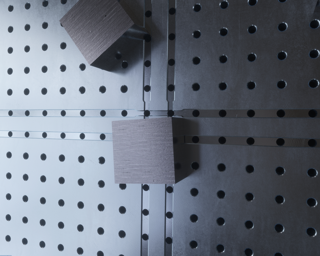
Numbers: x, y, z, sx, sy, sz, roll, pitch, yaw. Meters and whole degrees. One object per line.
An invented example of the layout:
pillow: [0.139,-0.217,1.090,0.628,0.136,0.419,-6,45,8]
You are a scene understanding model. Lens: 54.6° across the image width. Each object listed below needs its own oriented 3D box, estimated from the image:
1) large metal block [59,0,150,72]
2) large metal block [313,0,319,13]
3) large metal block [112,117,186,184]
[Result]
large metal block: [-0.076,-0.138,0.427,0.080,0.050,0.080,-38,78,16]
large metal block: [0.192,-0.172,0.315,0.050,0.080,0.080,5,92,20]
large metal block: [-0.013,0.029,0.404,0.080,0.050,0.080,-3,89,20]
